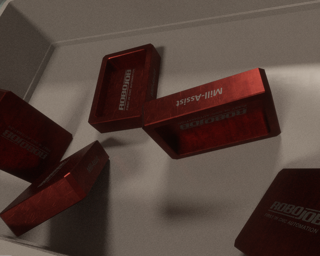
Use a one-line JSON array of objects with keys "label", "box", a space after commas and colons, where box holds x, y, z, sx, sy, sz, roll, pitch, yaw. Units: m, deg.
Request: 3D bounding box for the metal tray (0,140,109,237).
[{"label": "metal tray", "box": [-0.118, 0.065, 0.372, 0.090, 0.030, 0.130, -30, 10, 8]}]

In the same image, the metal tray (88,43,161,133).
[{"label": "metal tray", "box": [-0.051, -0.060, 0.464, 0.090, 0.030, 0.130, -8, 58, 23]}]

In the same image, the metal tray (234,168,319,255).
[{"label": "metal tray", "box": [0.114, 0.076, 0.238, 0.030, 0.130, 0.090, 37, 80, 0]}]

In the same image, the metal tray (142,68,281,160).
[{"label": "metal tray", "box": [0.057, -0.009, 0.338, 0.130, 0.090, 0.030, -15, 56, 19]}]

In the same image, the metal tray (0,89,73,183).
[{"label": "metal tray", "box": [-0.190, 0.018, 0.425, 0.030, 0.130, 0.090, 13, 68, 33]}]
